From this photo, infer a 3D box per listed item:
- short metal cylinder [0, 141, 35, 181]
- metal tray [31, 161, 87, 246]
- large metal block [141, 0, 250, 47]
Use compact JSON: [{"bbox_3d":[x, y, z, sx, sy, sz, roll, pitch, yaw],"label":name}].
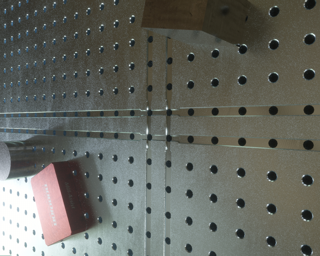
[{"bbox_3d":[-0.304,0.067,0.644,0.080,0.050,0.079,0,90,40],"label":"short metal cylinder"},{"bbox_3d":[-0.186,0.136,0.560,0.090,0.030,0.130,-33,70,35],"label":"metal tray"},{"bbox_3d":[0.039,-0.125,0.341,0.080,0.081,0.050,18,101,38],"label":"large metal block"}]
